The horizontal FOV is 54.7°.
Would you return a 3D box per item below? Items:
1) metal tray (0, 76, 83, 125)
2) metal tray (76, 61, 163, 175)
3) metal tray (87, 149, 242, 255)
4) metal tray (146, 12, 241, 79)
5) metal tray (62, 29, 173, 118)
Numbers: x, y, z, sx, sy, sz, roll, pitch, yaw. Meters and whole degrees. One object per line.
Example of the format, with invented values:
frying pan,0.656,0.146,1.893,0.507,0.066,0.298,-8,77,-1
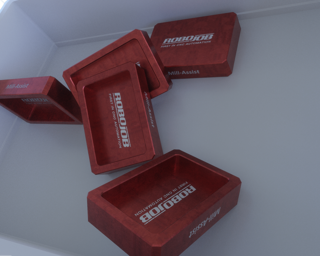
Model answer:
metal tray,-0.191,-0.040,0.488,0.130,0.090,0.030,1,63,29
metal tray,-0.055,-0.011,0.407,0.090,0.030,0.129,-17,77,18
metal tray,0.008,0.069,0.304,0.090,0.030,0.131,24,32,36
metal tray,0.044,-0.117,0.451,0.130,0.030,0.090,2,62,29
metal tray,-0.060,-0.068,0.435,0.130,0.030,0.090,-25,98,17
